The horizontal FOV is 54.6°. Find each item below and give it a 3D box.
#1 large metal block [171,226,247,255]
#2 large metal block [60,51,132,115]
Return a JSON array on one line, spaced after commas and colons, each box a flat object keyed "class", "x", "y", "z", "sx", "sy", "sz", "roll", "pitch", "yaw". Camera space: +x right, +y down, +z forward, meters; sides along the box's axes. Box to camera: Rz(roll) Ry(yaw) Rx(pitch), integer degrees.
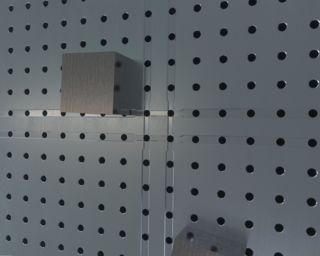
[{"class": "large metal block", "x": 0.055, "y": 0.178, "z": 0.380, "sx": 0.080, "sy": 0.050, "sz": 0.080, "roll": 13, "pitch": 95, "yaw": 19}, {"class": "large metal block", "x": -0.088, "y": -0.060, "z": 0.431, "sx": 0.080, "sy": 0.050, "sz": 0.080, "roll": 3, "pitch": 91, "yaw": 20}]
